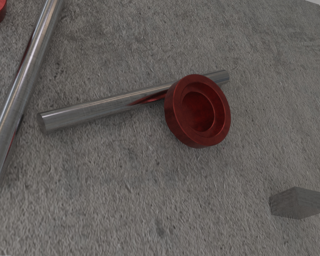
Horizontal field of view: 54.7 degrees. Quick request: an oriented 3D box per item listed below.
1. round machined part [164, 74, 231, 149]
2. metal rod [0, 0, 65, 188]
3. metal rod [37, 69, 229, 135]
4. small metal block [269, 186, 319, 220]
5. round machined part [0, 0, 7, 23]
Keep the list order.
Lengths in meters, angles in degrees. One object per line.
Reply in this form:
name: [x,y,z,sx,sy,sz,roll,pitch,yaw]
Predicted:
round machined part: [0.046,-0.020,0.419,0.099,0.042,0.098,11,70,-32]
metal rod: [-0.153,-0.074,0.366,0.025,0.025,0.300,16,55,-19]
metal rod: [-0.012,-0.045,0.424,0.302,0.025,0.025,-19,72,-35]
small metal block: [0.188,0.104,0.425,0.050,0.050,0.025,15,56,-20]
round machined part: [-0.236,-0.165,0.367,0.099,0.042,0.098,14,56,-21]
